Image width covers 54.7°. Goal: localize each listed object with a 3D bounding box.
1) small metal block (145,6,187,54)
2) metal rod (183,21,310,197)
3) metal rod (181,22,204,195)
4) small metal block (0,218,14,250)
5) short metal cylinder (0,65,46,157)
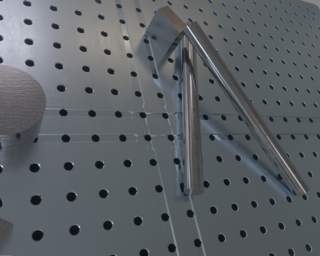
[{"bbox_3d":[0.010,-0.155,0.492,0.050,0.050,0.025,49,51,6],"label":"small metal block"},{"bbox_3d":[0.129,-0.028,0.464,0.025,0.025,0.299,-35,91,-38],"label":"metal rod"},{"bbox_3d":[0.045,-0.048,0.461,0.025,0.025,0.299,15,56,-20],"label":"metal rod"},{"bbox_3d":[-0.162,0.097,0.262,0.050,0.025,0.050,29,52,-10],"label":"small metal block"},{"bbox_3d":[-0.162,-0.017,0.315,0.081,0.050,0.080,14,56,-21],"label":"short metal cylinder"}]
